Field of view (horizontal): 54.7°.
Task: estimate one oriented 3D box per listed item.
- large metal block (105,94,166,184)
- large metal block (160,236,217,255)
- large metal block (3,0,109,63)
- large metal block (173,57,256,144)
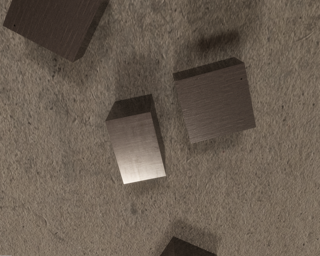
[{"bbox_3d":[-0.026,0.010,0.384,0.050,0.080,0.079,-12,110,4],"label":"large metal block"},{"bbox_3d":[0.038,0.229,0.482,0.080,0.050,0.080,27,108,-10],"label":"large metal block"},{"bbox_3d":[-0.112,-0.132,0.346,0.080,0.050,0.080,27,108,-10],"label":"large metal block"},{"bbox_3d":[0.066,-0.035,0.384,0.080,0.050,0.080,-15,110,5],"label":"large metal block"}]
